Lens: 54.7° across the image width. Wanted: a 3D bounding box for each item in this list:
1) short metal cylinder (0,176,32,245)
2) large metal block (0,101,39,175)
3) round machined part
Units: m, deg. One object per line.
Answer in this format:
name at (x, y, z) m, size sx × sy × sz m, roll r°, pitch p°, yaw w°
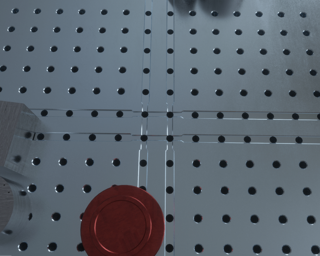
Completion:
short metal cylinder at (-0.201, 0.096, 0.362) m, size 0.081 × 0.050 × 0.080 m, roll 0°, pitch 70°, yaw 0°
large metal block at (-0.213, 0.010, 0.393) m, size 0.080 × 0.050 × 0.080 m, roll 7°, pitch 70°, yaw 2°
round machined part at (-0.043, 0.115, 0.360) m, size 0.099 × 0.042 × 0.098 m, roll 0°, pitch 70°, yaw 0°
